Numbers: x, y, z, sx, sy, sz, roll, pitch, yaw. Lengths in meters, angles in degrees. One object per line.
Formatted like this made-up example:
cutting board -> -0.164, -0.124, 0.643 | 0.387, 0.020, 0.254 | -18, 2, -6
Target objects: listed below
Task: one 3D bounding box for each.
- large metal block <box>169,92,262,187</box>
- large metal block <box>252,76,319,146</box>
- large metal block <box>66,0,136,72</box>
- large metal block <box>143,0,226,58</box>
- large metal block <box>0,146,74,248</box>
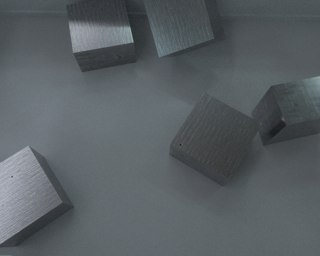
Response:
large metal block -> 0.068, 0.015, 0.392 | 0.080, 0.050, 0.080 | 31, 73, 10
large metal block -> 0.173, -0.021, 0.390 | 0.081, 0.080, 0.050 | -12, 71, -5
large metal block -> -0.083, -0.134, 0.444 | 0.081, 0.050, 0.080 | -11, 71, -5
large metal block -> 0.034, -0.146, 0.417 | 0.080, 0.050, 0.080 | -12, 97, 30
large metal block -> -0.163, 0.081, 0.365 | 0.080, 0.050, 0.080 | -34, 74, -12
